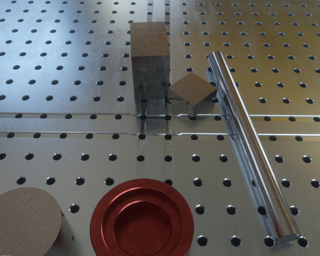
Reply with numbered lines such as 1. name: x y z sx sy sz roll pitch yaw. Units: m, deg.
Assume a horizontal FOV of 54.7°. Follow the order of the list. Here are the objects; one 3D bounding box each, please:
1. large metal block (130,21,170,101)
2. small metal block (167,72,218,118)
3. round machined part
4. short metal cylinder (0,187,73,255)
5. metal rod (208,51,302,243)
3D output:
1. large metal block: -0.015 -0.098 0.454 0.050 0.080 0.080 -3 50 -3
2. small metal block: 0.046 -0.049 0.449 0.050 0.025 0.050 -37 60 -27
3. round machined part: -0.017 0.103 0.310 0.099 0.042 0.098 0 50 0
4. short metal cylinder: -0.131 0.105 0.301 0.081 0.050 0.080 0 50 0
5. metal rod: 0.111 -0.002 0.410 0.025 0.025 0.300 -6 50 -5
